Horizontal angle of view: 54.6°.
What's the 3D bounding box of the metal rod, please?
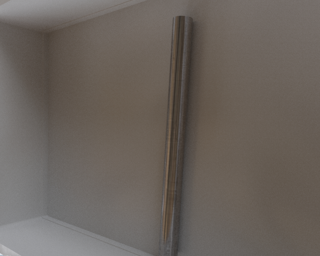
[{"bbox_3d":[0.019,0.014,0.391,0.025,0.025,0.298,6,94,40],"label":"metal rod"}]
